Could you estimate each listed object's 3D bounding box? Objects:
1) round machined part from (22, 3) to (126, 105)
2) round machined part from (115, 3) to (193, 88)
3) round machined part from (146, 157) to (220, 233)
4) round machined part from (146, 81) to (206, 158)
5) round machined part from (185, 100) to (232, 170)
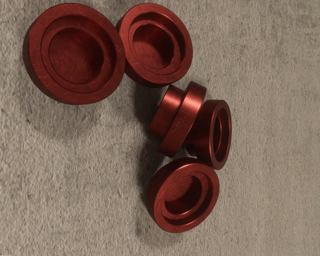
[{"bbox_3d":[-0.088,-0.072,0.317,0.099,0.042,0.097,-1,92,-36],"label":"round machined part"},{"bbox_3d":[-0.012,-0.096,0.377,0.099,0.042,0.097,5,80,-30],"label":"round machined part"},{"bbox_3d":[0.026,0.083,0.404,0.099,0.042,0.097,-10,112,-26],"label":"round machined part"},{"bbox_3d":[0.016,-0.015,0.385,0.042,0.098,0.098,26,70,-1],"label":"round machined part"},{"bbox_3d":[0.068,0.008,0.439,0.099,0.042,0.097,-12,104,-61],"label":"round machined part"}]
